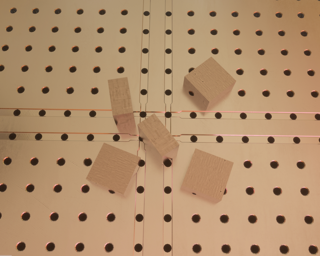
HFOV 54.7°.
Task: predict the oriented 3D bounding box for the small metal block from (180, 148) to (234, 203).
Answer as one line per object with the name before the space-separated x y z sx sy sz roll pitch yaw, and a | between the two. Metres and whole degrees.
small metal block | 0.059 0.060 0.391 0.050 0.025 0.050 21 71 7

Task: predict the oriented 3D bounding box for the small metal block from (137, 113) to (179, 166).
small metal block | -0.002 0.016 0.393 0.025 0.050 0.050 -35 74 -12

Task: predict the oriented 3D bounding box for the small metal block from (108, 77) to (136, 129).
small metal block | -0.050 -0.032 0.409 0.025 0.050 0.050 -10 71 -4

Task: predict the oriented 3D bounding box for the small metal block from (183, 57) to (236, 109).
small metal block | 0.069 -0.064 0.436 0.050 0.025 0.050 -38 75 -13

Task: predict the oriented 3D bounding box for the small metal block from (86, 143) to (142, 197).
small metal block | -0.057 0.053 0.392 0.050 0.025 0.050 21 71 7
